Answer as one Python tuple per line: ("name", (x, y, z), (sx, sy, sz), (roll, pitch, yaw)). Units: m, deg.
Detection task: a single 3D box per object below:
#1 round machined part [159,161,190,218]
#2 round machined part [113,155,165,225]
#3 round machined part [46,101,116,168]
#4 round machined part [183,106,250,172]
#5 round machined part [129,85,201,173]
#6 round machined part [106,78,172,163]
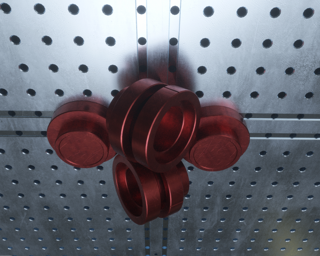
("round machined part", (0.005, 0.072, 0.437), (0.042, 0.098, 0.097), (-15, 137, -30))
("round machined part", (-0.025, 0.077, 0.423), (0.042, 0.098, 0.097), (-16, 137, -30))
("round machined part", (-0.101, 0.016, 0.412), (0.099, 0.042, 0.097), (0, 130, 0))
("round machined part", (0.072, 0.021, 0.419), (0.099, 0.042, 0.097), (0, 130, 0))
("round machined part", (0.002, -0.002, 0.353), (0.042, 0.099, 0.098), (25, 140, 33))
("round machined part", (-0.025, -0.012, 0.368), (0.042, 0.099, 0.098), (25, 140, 33))
